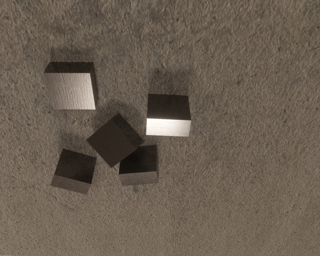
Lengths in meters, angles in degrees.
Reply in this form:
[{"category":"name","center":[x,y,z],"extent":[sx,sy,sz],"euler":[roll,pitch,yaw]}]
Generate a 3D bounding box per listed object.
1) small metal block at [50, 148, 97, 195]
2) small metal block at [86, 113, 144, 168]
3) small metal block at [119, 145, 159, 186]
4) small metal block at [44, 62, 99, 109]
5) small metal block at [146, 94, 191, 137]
[{"category":"small metal block","center":[-0.122,0.062,0.442],"extent":[0.050,0.050,0.025],"euler":[18,128,-16]},{"category":"small metal block","center":[-0.059,0.017,0.409],"extent":[0.050,0.025,0.050],"euler":[-37,97,26]},{"category":"small metal block","center":[-0.028,0.052,0.435],"extent":[0.050,0.050,0.025],"euler":[-5,131,4]},{"category":"small metal block","center":[-0.102,-0.049,0.364],"extent":[0.050,0.025,0.050],"euler":[0,130,-1]},{"category":"small metal block","center":[0.010,-0.016,0.377],"extent":[0.050,0.050,0.025],"euler":[3,130,-3]}]
